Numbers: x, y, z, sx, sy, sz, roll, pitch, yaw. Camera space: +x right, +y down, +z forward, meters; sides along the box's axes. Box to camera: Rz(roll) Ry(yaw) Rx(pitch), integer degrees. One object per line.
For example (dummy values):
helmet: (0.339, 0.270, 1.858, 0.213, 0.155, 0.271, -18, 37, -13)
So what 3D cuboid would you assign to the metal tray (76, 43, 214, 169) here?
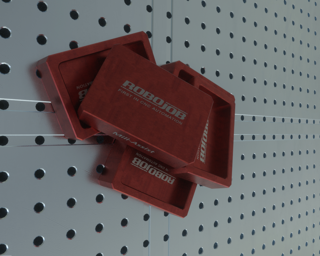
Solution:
metal tray: (-0.012, -0.023, 0.342, 0.131, 0.030, 0.090, 28, 63, -13)

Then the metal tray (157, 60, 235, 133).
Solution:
metal tray: (0.050, -0.027, 0.445, 0.131, 0.030, 0.090, 24, 75, -36)

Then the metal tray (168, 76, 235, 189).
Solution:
metal tray: (0.060, 0.008, 0.414, 0.090, 0.030, 0.130, 25, 63, -37)

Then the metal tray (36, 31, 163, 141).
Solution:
metal tray: (-0.059, -0.051, 0.355, 0.131, 0.030, 0.090, -28, 107, -36)

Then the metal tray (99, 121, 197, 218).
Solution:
metal tray: (-0.004, 0.054, 0.402, 0.130, 0.030, 0.090, 33, 70, -35)
